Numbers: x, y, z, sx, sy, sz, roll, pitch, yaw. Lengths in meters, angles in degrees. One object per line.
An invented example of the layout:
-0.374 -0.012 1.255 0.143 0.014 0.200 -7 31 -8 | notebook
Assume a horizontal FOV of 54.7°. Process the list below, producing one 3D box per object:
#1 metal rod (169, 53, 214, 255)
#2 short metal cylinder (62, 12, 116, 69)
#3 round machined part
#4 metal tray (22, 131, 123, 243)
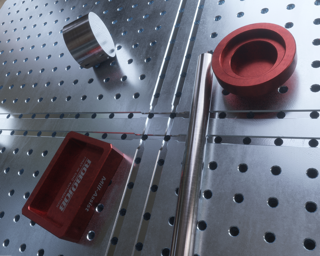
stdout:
0.040 0.035 0.365 0.025 0.025 0.300 -4 60 26 | metal rod
-0.119 -0.148 0.526 0.050 0.080 0.080 -22 54 15 | short metal cylinder
0.117 -0.079 0.384 0.098 0.042 0.098 -13 56 21 | round machined part
-0.118 0.074 0.421 0.090 0.030 0.130 15 69 34 | metal tray
